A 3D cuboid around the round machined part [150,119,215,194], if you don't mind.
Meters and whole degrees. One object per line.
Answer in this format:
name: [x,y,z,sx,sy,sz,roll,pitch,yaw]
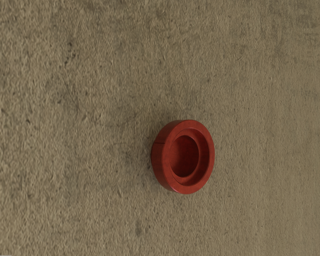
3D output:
round machined part: [0.026,0.037,0.419,0.099,0.042,0.097,0,90,-40]
